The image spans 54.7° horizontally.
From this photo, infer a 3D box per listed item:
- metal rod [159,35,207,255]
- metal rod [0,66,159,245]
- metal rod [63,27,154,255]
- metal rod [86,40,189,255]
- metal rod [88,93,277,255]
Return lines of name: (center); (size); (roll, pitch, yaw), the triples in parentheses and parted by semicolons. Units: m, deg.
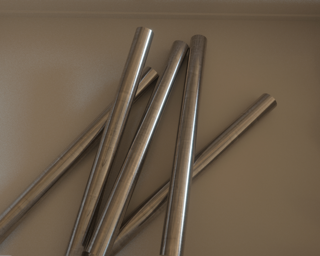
metal rod: (0.035, 0.002, 0.389); (0.025, 0.025, 0.300); (8, 63, 3)
metal rod: (-0.107, 0.030, 0.397); (0.025, 0.025, 0.301); (39, 74, 13)
metal rod: (-0.059, 0.012, 0.384); (0.025, 0.025, 0.299); (15, 78, 5)
metal rod: (-0.019, 0.008, 0.392); (0.025, 0.025, 0.300); (18, 66, 6)
metal rod: (0.037, 0.056, 0.389); (0.301, 0.025, 0.025); (-40, 75, -13)
